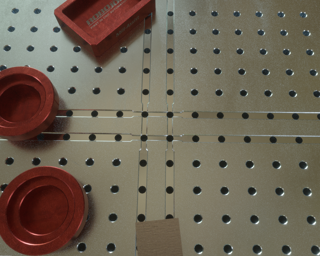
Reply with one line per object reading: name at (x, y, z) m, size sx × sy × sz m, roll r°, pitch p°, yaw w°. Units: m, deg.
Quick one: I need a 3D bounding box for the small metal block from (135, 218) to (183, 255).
small metal block at (-0.001, 0.134, 0.362) m, size 0.050 × 0.025 × 0.050 m, roll -5°, pitch 70°, yaw -2°

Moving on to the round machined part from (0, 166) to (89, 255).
round machined part at (-0.134, 0.097, 0.366) m, size 0.099 × 0.042 × 0.098 m, roll 0°, pitch 70°, yaw 0°

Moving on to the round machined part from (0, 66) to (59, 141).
round machined part at (-0.183, -0.029, 0.412) m, size 0.099 × 0.042 × 0.098 m, roll 0°, pitch 70°, yaw 0°

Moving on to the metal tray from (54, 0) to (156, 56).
metal tray at (-0.081, -0.181, 0.474) m, size 0.090 × 0.030 × 0.130 m, roll 42°, pitch 75°, yaw 13°
